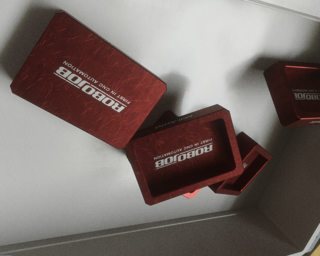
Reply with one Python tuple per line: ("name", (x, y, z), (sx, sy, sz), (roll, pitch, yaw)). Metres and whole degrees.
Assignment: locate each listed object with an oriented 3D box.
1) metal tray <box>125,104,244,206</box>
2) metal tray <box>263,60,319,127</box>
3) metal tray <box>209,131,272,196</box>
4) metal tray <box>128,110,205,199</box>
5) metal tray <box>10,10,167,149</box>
("metal tray", (0.030, 0.033, 0.387), (0.131, 0.030, 0.090), (-19, 107, -3))
("metal tray", (0.223, -0.051, 0.457), (0.131, 0.090, 0.030), (-3, 160, -27))
("metal tray", (0.124, 0.060, 0.480), (0.090, 0.030, 0.130), (-51, 150, 8))
("metal tray", (0.030, 0.043, 0.447), (0.130, 0.030, 0.090), (34, 99, -39))
("metal tray", (-0.070, -0.045, 0.322), (0.131, 0.030, 0.090), (32, 101, -26))
